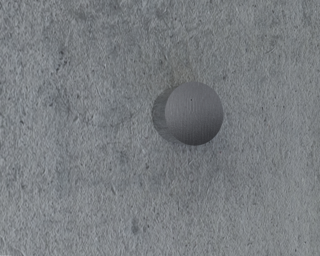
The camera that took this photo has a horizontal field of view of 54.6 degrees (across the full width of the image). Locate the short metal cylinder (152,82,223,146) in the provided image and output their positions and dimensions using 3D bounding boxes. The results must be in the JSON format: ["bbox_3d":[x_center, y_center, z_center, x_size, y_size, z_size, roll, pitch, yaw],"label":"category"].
[{"bbox_3d":[0.035,-0.018,0.408,0.081,0.050,0.080,0,90,-20],"label":"short metal cylinder"}]
